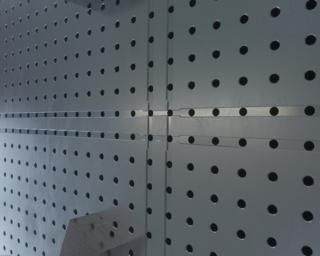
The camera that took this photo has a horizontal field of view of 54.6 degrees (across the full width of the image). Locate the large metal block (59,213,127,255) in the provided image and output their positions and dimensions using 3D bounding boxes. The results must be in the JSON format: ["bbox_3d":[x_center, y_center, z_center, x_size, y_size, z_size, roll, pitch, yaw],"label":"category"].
[{"bbox_3d":[-0.107,0.194,0.483,0.080,0.050,0.080,30,109,36],"label":"large metal block"}]

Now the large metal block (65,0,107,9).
[{"bbox_3d":[-0.108,-0.245,0.484,0.080,0.050,0.080,-4,88,40],"label":"large metal block"}]
